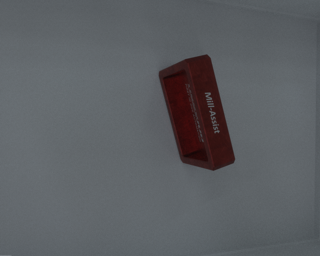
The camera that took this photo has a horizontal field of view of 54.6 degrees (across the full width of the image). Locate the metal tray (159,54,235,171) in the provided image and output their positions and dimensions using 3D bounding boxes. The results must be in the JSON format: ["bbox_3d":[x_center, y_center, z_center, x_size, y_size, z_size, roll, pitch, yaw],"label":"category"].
[{"bbox_3d":[0.043,-0.017,0.388,0.030,0.090,0.129,-17,96,-20],"label":"metal tray"}]
